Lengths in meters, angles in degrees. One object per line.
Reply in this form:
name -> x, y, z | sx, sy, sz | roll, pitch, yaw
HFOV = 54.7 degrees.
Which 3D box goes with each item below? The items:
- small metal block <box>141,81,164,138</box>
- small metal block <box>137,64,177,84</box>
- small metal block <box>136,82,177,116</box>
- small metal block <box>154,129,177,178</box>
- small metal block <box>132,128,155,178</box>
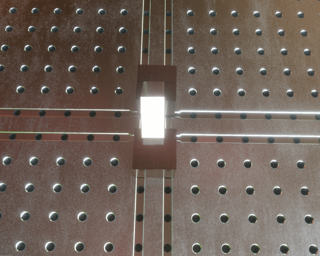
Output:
small metal block -> -0.008, -0.023, 0.363 | 0.025, 0.050, 0.050 | 0, 28, 1
small metal block -> -0.004, -0.062, 0.420 | 0.050, 0.050, 0.025 | 2, 70, 0
small metal block -> -0.005, -0.038, 0.412 | 0.050, 0.050, 0.025 | 2, 70, 0
small metal block -> 0.007, 0.032, 0.385 | 0.025, 0.050, 0.050 | 1, 70, 0
small metal block -> -0.019, 0.032, 0.386 | 0.025, 0.050, 0.050 | 1, 70, 0
